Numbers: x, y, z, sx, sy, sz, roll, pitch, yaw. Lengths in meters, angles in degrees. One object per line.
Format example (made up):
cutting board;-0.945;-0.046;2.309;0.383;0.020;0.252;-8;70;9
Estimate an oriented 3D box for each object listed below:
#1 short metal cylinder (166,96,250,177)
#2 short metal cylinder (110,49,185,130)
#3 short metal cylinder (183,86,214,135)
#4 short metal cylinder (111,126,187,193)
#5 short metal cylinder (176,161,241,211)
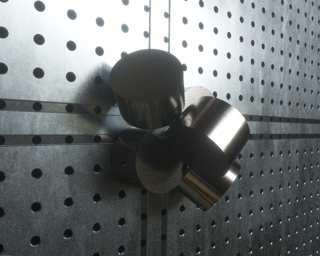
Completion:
short metal cylinder;0.054;0.010;0.354;0.050;0.080;0.080;-49;120;-29
short metal cylinder;-0.012;-0.045;0.355;0.080;0.080;0.050;-54;156;-27
short metal cylinder;0.036;-0.015;0.424;0.081;0.050;0.079;0;90;-40
short metal cylinder;-0.012;0.037;0.384;0.081;0.050;0.079;0;90;-40
short metal cylinder;0.064;0.065;0.420;0.050;0.080;0.080;39;61;6
